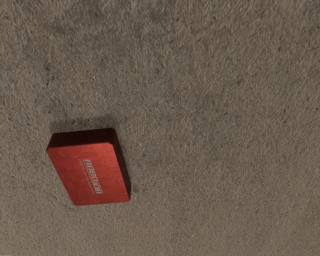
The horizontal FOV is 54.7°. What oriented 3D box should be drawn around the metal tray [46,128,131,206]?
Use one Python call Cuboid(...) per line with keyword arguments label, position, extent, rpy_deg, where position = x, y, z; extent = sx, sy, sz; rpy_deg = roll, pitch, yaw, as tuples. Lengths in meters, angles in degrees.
Cuboid(label="metal tray", position=(-0.098, 0.061, 0.455), extent=(0.091, 0.030, 0.129), rpy_deg=(-6, 130, 4))
